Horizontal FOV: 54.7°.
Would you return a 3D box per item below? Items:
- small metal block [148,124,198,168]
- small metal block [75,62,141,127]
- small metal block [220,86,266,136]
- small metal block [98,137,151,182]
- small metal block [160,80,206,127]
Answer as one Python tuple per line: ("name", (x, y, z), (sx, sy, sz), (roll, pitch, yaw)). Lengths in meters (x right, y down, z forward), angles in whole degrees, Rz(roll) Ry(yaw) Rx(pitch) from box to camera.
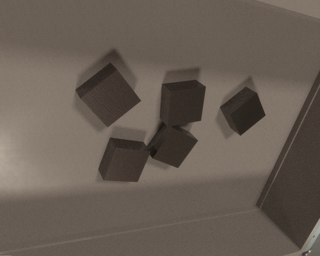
("small metal block", (0.017, 0.023, 0.434), (0.050, 0.025, 0.050), (26, 104, -38))
("small metal block", (-0.058, -0.037, 0.355), (0.050, 0.025, 0.050), (-39, 130, -2))
("small metal block", (0.125, -0.025, 0.464), (0.050, 0.025, 0.050), (-39, 130, -2))
("small metal block", (-0.047, 0.043, 0.411), (0.050, 0.025, 0.050), (10, 113, -33))
("small metal block", (0.029, -0.033, 0.406), (0.050, 0.025, 0.050), (-10, 123, -23))
